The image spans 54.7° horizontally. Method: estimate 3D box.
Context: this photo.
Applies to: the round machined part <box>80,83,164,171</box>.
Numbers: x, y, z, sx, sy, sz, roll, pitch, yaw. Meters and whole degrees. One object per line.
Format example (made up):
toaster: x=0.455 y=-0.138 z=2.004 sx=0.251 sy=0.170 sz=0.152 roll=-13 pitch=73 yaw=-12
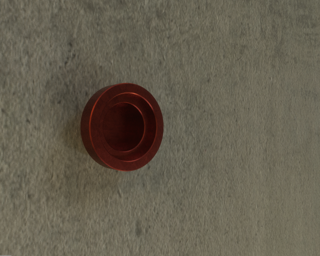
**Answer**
round machined part: x=-0.046 y=-0.001 z=0.356 sx=0.099 sy=0.042 sz=0.097 roll=0 pitch=90 yaw=-40
